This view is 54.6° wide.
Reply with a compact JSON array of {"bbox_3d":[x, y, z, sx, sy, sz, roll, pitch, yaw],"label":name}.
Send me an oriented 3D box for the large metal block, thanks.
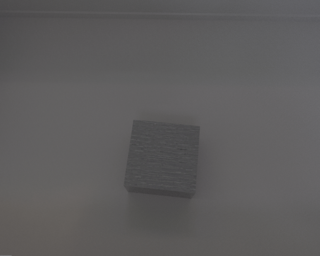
[{"bbox_3d":[0.004,0.040,0.382,0.080,0.050,0.080,6,70,2],"label":"large metal block"}]
